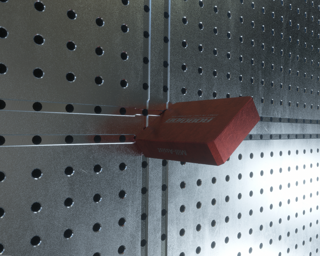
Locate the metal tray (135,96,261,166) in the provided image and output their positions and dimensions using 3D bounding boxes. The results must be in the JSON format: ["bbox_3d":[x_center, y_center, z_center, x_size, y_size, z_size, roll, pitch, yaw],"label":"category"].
[{"bbox_3d":[0.042,0.001,0.378,0.090,0.130,0.030,-42,116,-32],"label":"metal tray"}]
